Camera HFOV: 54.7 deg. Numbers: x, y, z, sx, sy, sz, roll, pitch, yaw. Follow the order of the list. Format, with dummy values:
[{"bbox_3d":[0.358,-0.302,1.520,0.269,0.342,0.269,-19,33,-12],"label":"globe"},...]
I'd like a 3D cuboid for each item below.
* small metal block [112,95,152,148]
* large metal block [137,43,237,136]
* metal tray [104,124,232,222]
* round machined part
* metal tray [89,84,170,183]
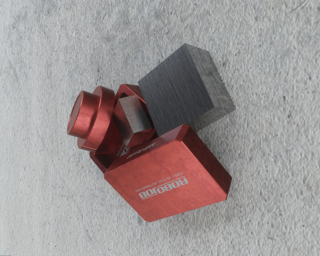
[{"bbox_3d":[-0.038,-0.008,0.408,0.050,0.025,0.050,65,153,17],"label":"small metal block"},{"bbox_3d":[0.030,-0.039,0.366,0.080,0.050,0.080,-33,70,35],"label":"large metal block"},{"bbox_3d":[0.006,0.059,0.368,0.130,0.030,0.090,-29,109,37],"label":"metal tray"},{"bbox_3d":[-0.105,-0.017,0.455,0.097,0.042,0.098,-45,34,45],"label":"round machined part"},{"bbox_3d":[-0.044,0.015,0.438,0.090,0.030,0.129,42,115,31],"label":"metal tray"}]
